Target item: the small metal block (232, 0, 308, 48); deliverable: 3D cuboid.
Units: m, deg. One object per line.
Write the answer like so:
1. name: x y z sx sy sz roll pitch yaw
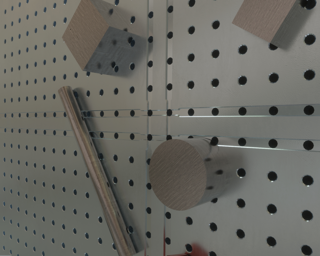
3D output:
1. small metal block: 0.111 -0.118 0.318 0.050 0.025 0.050 42 115 32

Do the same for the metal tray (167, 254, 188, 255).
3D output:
1. metal tray: 0.026 0.230 0.362 0.089 0.030 0.130 -57 42 24

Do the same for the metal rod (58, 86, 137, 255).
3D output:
1. metal rod: -0.106 0.060 0.497 0.025 0.025 0.299 -39 66 33

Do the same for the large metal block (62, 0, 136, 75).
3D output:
1. large metal block: -0.095 -0.140 0.472 0.080 0.050 0.080 -50 61 28

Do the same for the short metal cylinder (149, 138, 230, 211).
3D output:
1. short metal cylinder: 0.034 0.052 0.365 0.080 0.050 0.080 0 90 40
